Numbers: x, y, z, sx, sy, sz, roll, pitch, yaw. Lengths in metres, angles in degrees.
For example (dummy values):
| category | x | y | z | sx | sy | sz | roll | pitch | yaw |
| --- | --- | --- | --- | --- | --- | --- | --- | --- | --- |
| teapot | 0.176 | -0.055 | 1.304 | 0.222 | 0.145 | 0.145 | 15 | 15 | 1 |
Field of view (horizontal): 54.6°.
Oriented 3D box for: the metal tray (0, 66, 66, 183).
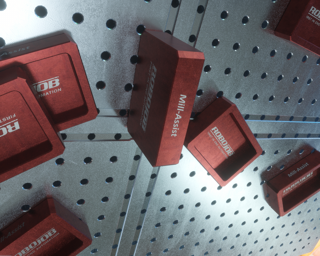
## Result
| category | x | y | z | sx | sy | sz | roll | pitch | yaw |
| --- | --- | --- | --- | --- | --- | --- | --- | --- | --- |
| metal tray | -0.167 | 0.011 | 0.283 | 0.131 | 0.030 | 0.090 | -26 | 128 | -12 |

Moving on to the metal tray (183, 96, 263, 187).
| category | x | y | z | sx | sy | sz | roll | pitch | yaw |
| --- | --- | --- | --- | --- | --- | --- | --- | --- | --- |
| metal tray | 0.095 | 0.025 | 0.474 | 0.090 | 0.030 | 0.130 | -42 | 129 | 0 |

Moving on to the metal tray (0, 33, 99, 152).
| category | x | y | z | sx | sy | sz | roll | pitch | yaw |
| --- | --- | --- | --- | --- | --- | --- | --- | --- | --- |
| metal tray | -0.138 | -0.032 | 0.312 | 0.131 | 0.030 | 0.090 | -21 | 127 | -16 |

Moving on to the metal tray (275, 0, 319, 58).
| category | x | y | z | sx | sy | sz | roll | pitch | yaw |
| --- | --- | --- | --- | --- | --- | --- | --- | --- | --- |
| metal tray | 0.234 | -0.151 | 0.440 | 0.131 | 0.030 | 0.089 | 11 | 113 | -33 |

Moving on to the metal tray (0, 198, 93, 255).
| category | x | y | z | sx | sy | sz | roll | pitch | yaw |
| --- | --- | --- | --- | --- | --- | --- | --- | --- | --- |
| metal tray | -0.170 | 0.163 | 0.414 | 0.130 | 0.030 | 0.090 | -36 | 129 | -4 |

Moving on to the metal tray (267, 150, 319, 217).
| category | x | y | z | sx | sy | sz | roll | pitch | yaw |
| --- | --- | --- | --- | --- | --- | --- | --- | --- | --- |
| metal tray | 0.283 | 0.113 | 0.631 | 0.131 | 0.030 | 0.090 | -30 | 129 | -9 |

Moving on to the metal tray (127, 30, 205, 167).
| category | x | y | z | sx | sy | sz | roll | pitch | yaw |
| --- | --- | --- | --- | --- | --- | --- | --- | --- | --- |
| metal tray | 0.000 | -0.033 | 0.347 | 0.030 | 0.090 | 0.129 | -3 | 120 | -27 |
